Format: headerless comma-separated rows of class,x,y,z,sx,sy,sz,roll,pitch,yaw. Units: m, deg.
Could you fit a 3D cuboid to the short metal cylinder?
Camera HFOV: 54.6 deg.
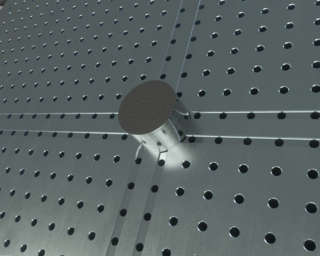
short metal cylinder,-0.007,-0.015,0.406,0.080,0.050,0.080,-13,56,21
